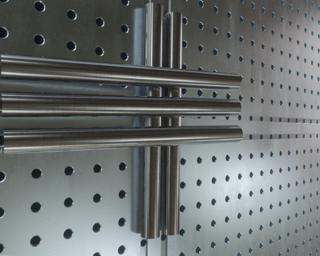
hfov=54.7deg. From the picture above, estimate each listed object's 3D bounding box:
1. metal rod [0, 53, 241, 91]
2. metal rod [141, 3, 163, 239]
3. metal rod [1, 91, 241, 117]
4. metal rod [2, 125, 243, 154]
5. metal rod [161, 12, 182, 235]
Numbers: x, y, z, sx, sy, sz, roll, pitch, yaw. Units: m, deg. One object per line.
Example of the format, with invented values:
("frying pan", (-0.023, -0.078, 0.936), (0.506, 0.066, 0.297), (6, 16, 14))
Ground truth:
("metal rod", (-0.020, -0.062, 0.367), (0.303, 0.025, 0.025), (-2, 92, -32))
("metal rod", (-0.010, -0.010, 0.403), (0.025, 0.025, 0.298), (1, 89, -40))
("metal rod", (-0.020, -0.026, 0.368), (0.303, 0.025, 0.025), (-2, 91, -32))
("metal rod", (-0.018, 0.010, 0.368), (0.303, 0.025, 0.025), (-1, 91, -32))
("metal rod", (0.016, -0.006, 0.425), (0.025, 0.025, 0.298), (1, 89, -40))
